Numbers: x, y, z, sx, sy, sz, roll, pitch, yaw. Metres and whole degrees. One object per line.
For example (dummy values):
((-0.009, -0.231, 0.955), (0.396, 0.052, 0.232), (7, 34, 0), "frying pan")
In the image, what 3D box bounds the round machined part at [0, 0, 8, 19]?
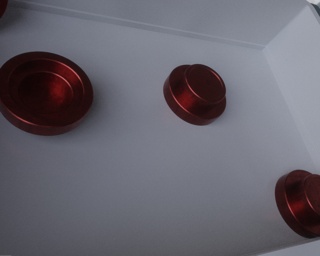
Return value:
((-0.224, -0.156, 0.337), (0.099, 0.097, 0.042), (-20, 52, -35), "round machined part")

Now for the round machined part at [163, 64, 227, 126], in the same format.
((0.058, -0.056, 0.460), (0.099, 0.042, 0.098), (14, 56, -21), "round machined part")

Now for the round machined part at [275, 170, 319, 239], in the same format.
((0.220, 0.106, 0.448), (0.099, 0.042, 0.098), (14, 56, -21), "round machined part")

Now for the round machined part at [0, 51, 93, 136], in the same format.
((-0.128, -0.034, 0.346), (0.099, 0.042, 0.098), (14, 56, -21), "round machined part")
